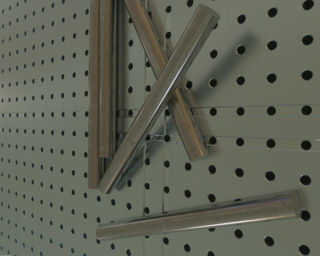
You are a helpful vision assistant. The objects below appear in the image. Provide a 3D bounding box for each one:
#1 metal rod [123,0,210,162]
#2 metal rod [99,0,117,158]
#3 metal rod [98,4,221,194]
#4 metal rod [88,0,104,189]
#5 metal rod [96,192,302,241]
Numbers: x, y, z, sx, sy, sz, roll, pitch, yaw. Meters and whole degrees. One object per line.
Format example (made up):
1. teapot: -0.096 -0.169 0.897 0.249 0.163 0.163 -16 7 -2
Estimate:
1. metal rod: -0.005 -0.097 0.411 0.025 0.025 0.299 -34 70 35
2. metal rod: -0.079 -0.105 0.471 0.025 0.025 0.298 1 91 39
3. metal rod: -0.017 -0.013 0.393 0.025 0.025 0.298 52 128 27
4. metal rod: -0.100 -0.055 0.488 0.025 0.025 0.298 1 91 39
5. metal rod: 0.021 0.118 0.390 0.299 0.025 0.025 -22 77 37
